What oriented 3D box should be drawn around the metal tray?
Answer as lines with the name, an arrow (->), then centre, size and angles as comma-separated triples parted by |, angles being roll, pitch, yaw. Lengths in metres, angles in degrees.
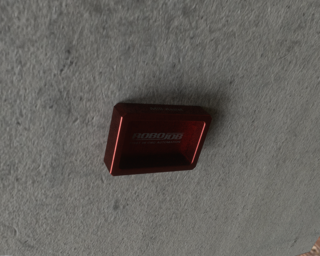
metal tray -> -0.002, 0.015, 0.413 | 0.131, 0.030, 0.089 | 0, 119, -29
